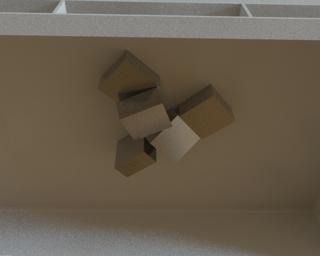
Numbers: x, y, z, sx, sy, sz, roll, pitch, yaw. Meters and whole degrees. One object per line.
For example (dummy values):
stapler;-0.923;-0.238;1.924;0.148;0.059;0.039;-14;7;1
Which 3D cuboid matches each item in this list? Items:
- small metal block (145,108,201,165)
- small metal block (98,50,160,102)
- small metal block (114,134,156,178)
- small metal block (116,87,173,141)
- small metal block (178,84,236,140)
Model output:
small metal block;0.016;0.011;0.406;0.050;0.025;0.050;-46;121;1
small metal block;-0.036;-0.054;0.363;0.050;0.025;0.050;35;121;-27
small metal block;-0.032;0.031;0.419;0.050;0.050;0.025;-31;125;23
small metal block;-0.018;-0.015;0.367;0.050;0.025;0.050;-21;146;4
small metal block;0.059;-0.019;0.394;0.050;0.025;0.050;-32;124;23
